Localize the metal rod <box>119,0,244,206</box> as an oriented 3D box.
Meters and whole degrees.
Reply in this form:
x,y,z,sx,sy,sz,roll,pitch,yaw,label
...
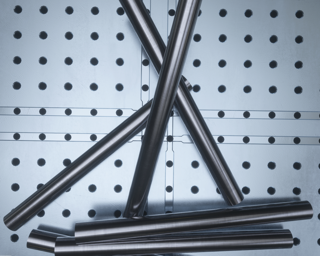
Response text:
x,y,z,sx,sy,sz,roll,pitch,yaw,label
0.028,-0.035,0.389,0.025,0.025,0.299,-28,97,0,metal rod

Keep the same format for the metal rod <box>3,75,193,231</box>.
x,y,z,sx,sy,sz,roll,pitch,yaw,label
-0.081,0.033,0.412,0.300,0.025,0.025,-39,90,0,metal rod

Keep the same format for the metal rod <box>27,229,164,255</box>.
x,y,z,sx,sy,sz,roll,pitch,yaw,label
-0.024,0.178,0.413,0.301,0.025,0.025,12,90,0,metal rod

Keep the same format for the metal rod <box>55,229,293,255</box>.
x,y,z,sx,sy,sz,roll,pitch,yaw,label
0.022,0.149,0.401,0.302,0.025,0.025,0,90,-5,metal rod

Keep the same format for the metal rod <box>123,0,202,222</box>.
x,y,z,sx,sy,sz,roll,pitch,yaw,label
-0.003,-0.006,0.374,0.025,0.025,0.298,15,106,0,metal rod

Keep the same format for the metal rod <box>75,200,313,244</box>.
x,y,z,sx,sy,sz,roll,pitch,yaw,label
0.048,0.118,0.395,0.302,0.025,0.025,-3,90,-7,metal rod
